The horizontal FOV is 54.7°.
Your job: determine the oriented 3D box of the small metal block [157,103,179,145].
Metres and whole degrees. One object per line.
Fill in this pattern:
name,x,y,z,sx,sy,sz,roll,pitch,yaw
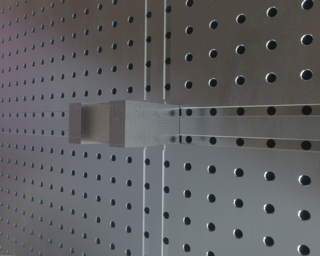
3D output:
small metal block,-0.001,-0.005,0.391,0.025,0.050,0.050,-1,90,40

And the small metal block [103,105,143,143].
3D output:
small metal block,-0.051,-0.005,0.432,0.025,0.050,0.050,1,91,40

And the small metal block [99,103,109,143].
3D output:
small metal block,-0.050,-0.006,0.384,0.050,0.025,0.050,1,91,39

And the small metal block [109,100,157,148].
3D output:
small metal block,-0.029,-0.004,0.348,0.025,0.050,0.050,1,90,40

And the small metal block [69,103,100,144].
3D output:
small metal block,-0.088,-0.006,0.397,0.025,0.050,0.050,1,90,40
